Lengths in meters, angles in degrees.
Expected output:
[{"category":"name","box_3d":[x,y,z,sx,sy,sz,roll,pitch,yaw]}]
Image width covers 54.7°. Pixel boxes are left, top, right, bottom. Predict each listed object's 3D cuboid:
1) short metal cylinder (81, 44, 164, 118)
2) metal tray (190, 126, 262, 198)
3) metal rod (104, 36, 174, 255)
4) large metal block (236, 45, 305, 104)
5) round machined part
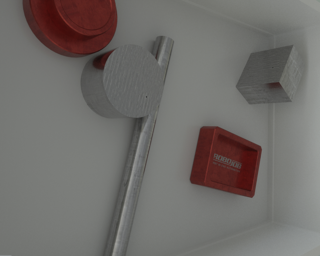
[{"category":"short metal cylinder","box_3d":[-0.043,-0.051,0.356,0.081,0.050,0.079,0,90,-40]},{"category":"metal tray","box_3d":[0.111,0.057,0.498,0.131,0.030,0.090,21,77,-38]},{"category":"metal rod","box_3d":[-0.025,0.027,0.387,0.025,0.025,0.299,21,77,-39]},{"category":"large metal block","box_3d":[0.190,-0.089,0.533,0.050,0.080,0.080,43,64,-32]},{"category":"round machined part","box_3d":[-0.086,-0.127,0.324,0.099,0.042,0.097,0,90,-40]}]
